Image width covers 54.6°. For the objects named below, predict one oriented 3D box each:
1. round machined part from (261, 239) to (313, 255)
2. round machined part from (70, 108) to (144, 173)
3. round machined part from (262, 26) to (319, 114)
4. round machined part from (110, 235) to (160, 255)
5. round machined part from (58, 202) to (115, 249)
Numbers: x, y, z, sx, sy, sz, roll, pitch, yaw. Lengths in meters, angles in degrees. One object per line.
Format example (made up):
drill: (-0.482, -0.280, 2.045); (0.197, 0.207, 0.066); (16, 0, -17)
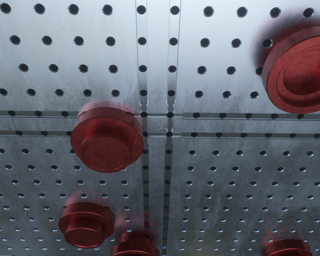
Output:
round machined part: (0.262, 0.272, 0.633); (0.099, 0.042, 0.097); (0, 130, 0)
round machined part: (-0.072, 0.024, 0.420); (0.099, 0.042, 0.097); (0, 130, 0)
round machined part: (0.163, -0.067, 0.345); (0.099, 0.042, 0.097); (0, 130, 0)
round machined part: (-0.049, 0.247, 0.609); (0.099, 0.042, 0.097); (0, 130, 0)
round machined part: (-0.131, 0.179, 0.551); (0.099, 0.042, 0.097); (0, 130, 0)
